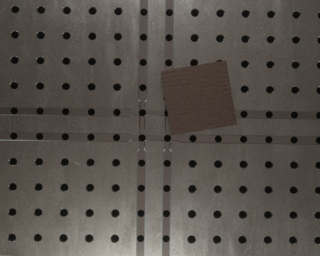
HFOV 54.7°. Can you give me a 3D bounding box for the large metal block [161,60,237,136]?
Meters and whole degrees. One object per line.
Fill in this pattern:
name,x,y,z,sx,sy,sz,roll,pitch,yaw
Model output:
large metal block,0.048,-0.037,0.402,0.080,0.050,0.080,-10,90,-1
